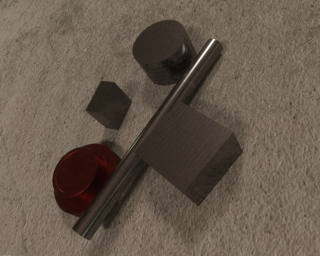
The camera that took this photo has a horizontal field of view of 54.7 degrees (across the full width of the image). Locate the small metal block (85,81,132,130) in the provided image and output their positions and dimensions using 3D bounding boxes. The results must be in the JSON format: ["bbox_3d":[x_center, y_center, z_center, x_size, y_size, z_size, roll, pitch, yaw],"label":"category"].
[{"bbox_3d":[-0.072,-0.032,0.443,0.025,0.050,0.050,10,67,32],"label":"small metal block"}]

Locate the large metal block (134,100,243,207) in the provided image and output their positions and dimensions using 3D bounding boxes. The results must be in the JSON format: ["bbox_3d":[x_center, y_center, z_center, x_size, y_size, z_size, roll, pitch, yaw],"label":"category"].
[{"bbox_3d":[0.033,0.027,0.353,0.080,0.050,0.080,35,81,38],"label":"large metal block"}]

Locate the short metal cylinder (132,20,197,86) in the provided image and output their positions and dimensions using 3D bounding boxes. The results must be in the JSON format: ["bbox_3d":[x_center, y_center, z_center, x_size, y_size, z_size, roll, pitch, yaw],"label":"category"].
[{"bbox_3d":[0.008,-0.109,0.449,0.080,0.050,0.080,-13,56,20],"label":"short metal cylinder"}]

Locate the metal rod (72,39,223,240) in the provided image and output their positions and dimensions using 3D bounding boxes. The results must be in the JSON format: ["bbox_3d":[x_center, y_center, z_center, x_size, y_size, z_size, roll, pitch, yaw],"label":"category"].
[{"bbox_3d":[-0.006,0.002,0.391,0.025,0.025,0.300,23,70,36],"label":"metal rod"}]

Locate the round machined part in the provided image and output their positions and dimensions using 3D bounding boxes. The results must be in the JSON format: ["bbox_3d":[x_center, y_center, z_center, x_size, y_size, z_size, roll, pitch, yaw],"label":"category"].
[{"bbox_3d":[-0.099,0.064,0.404,0.098,0.042,0.098,-13,56,20],"label":"round machined part"}]
